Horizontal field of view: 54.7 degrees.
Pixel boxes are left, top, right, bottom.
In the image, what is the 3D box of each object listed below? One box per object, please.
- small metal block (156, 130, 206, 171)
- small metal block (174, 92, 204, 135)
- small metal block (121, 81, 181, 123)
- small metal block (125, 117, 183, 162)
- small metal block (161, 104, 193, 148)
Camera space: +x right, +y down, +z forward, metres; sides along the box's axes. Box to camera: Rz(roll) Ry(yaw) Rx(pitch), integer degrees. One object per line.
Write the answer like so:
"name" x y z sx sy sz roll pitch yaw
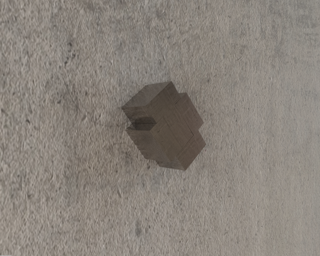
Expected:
"small metal block" 0.024 0.028 0.412 0.050 0.050 0.025 -47 119 -30
"small metal block" 0.022 -0.018 0.410 0.025 0.050 0.050 -49 119 -29
"small metal block" -0.011 -0.031 0.382 0.050 0.050 0.025 -47 119 -30
"small metal block" -0.008 0.014 0.384 0.025 0.050 0.050 -48 119 -30
"small metal block" 0.007 -0.002 0.397 0.025 0.050 0.050 -48 119 -30
